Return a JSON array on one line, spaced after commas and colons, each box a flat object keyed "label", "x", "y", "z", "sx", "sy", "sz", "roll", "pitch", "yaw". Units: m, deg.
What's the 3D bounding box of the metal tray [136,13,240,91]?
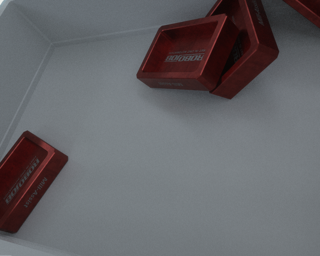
[{"label": "metal tray", "x": 0.032, "y": -0.098, "z": 0.414, "sx": 0.130, "sy": 0.030, "sz": 0.090, "roll": 12, "pitch": 74, "yaw": 51}]

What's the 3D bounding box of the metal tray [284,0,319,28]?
[{"label": "metal tray", "x": 0.175, "y": -0.172, "z": 0.333, "sx": 0.090, "sy": 0.130, "sz": 0.030, "roll": -46, "pitch": 15, "yaw": 51}]

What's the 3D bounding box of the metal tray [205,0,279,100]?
[{"label": "metal tray", "x": 0.092, "y": -0.113, "z": 0.390, "sx": 0.090, "sy": 0.030, "sz": 0.130, "roll": -47, "pitch": 37, "yaw": 48}]

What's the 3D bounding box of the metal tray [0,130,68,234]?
[{"label": "metal tray", "x": -0.208, "y": 0.076, "z": 0.462, "sx": 0.090, "sy": 0.030, "sz": 0.130, "roll": 24, "pitch": 74, "yaw": 36}]
